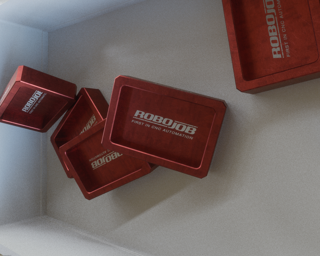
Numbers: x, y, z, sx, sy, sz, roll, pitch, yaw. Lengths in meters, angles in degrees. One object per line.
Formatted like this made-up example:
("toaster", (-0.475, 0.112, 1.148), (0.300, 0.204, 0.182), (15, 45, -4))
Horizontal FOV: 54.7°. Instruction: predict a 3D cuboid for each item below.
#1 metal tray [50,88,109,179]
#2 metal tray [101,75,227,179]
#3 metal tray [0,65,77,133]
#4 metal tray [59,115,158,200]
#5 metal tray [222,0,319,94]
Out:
("metal tray", (-0.125, 0.009, 0.507), (0.129, 0.030, 0.090), (-49, 61, 29))
("metal tray", (0.004, -0.004, 0.364), (0.130, 0.030, 0.089), (16, 101, 12))
("metal tray", (-0.206, -0.041, 0.507), (0.129, 0.091, 0.030), (-34, 50, 41))
("metal tray", (-0.074, 0.040, 0.438), (0.130, 0.030, 0.090), (-28, 91, 30))
("metal tray", (0.114, -0.107, 0.309), (0.090, 0.030, 0.129), (-13, 82, 39))
